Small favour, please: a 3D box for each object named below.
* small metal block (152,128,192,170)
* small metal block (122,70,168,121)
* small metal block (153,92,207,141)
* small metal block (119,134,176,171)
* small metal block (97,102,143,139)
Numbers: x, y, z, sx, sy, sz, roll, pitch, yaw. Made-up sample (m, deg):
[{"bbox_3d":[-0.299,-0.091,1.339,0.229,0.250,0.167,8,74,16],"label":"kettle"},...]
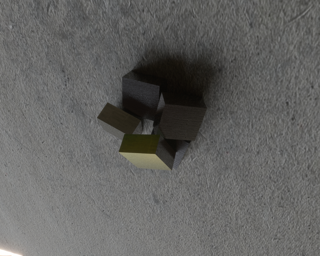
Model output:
[{"bbox_3d":[0.013,0.020,0.413,0.050,0.025,0.050,29,128,9],"label":"small metal block"},{"bbox_3d":[-0.019,-0.041,0.392,0.050,0.025,0.050,16,125,18],"label":"small metal block"},{"bbox_3d":[0.023,-0.013,0.373,0.050,0.025,0.050,5,128,-15],"label":"small metal block"},{"bbox_3d":[-0.015,0.030,0.386,0.050,0.025,0.050,0,151,28],"label":"small metal block"},{"bbox_3d":[-0.052,-0.004,0.417,0.050,0.025,0.050,29,164,8],"label":"small metal block"}]
